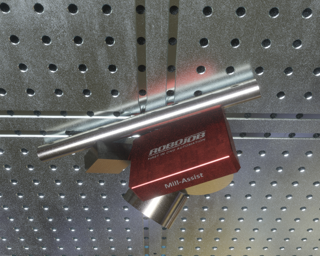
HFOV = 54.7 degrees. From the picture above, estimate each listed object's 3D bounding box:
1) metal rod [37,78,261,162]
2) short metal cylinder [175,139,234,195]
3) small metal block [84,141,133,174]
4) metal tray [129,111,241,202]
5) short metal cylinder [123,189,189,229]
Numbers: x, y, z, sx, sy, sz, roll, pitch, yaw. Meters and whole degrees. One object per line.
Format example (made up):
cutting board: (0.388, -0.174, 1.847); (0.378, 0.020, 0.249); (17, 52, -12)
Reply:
metal rod: (-0.024, -0.006, 0.402); (0.301, 0.025, 0.025); (-17, 128, 13)
short metal cylinder: (0.056, 0.051, 0.427); (0.081, 0.050, 0.080); (-3, 139, -3)
small metal block: (-0.071, 0.042, 0.425); (0.050, 0.025, 0.050); (7, 149, -31)
metal tray: (0.027, 0.032, 0.392); (0.130, 0.090, 0.030); (-21, 127, 16)
short metal cylinder: (-0.006, 0.101, 0.448); (0.080, 0.080, 0.050); (39, 78, -29)
